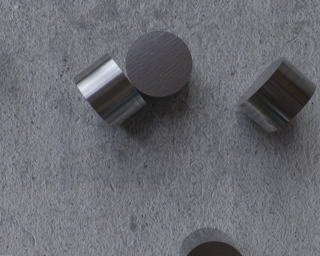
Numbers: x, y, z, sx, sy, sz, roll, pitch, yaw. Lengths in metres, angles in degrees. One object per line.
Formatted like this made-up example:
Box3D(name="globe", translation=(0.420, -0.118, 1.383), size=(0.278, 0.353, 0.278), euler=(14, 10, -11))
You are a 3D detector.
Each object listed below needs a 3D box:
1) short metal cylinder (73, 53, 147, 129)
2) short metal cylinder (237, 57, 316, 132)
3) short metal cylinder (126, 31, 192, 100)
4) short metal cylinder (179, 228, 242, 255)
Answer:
Box3D(name="short metal cylinder", translation=(-0.060, -0.045, 0.382), size=(0.050, 0.080, 0.080), euler=(-38, 90, 0))
Box3D(name="short metal cylinder", translation=(0.142, -0.041, 0.383), size=(0.050, 0.080, 0.080), euler=(41, 90, 0))
Box3D(name="short metal cylinder", translation=(-0.001, -0.077, 0.397), size=(0.081, 0.050, 0.080), euler=(0, 90, 0))
Box3D(name="short metal cylinder", translation=(0.066, 0.176, 0.398), size=(0.081, 0.050, 0.080), euler=(0, 90, 0))
